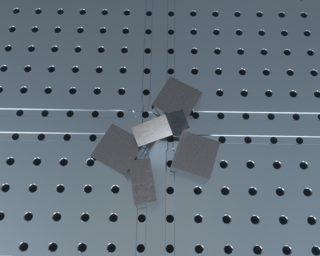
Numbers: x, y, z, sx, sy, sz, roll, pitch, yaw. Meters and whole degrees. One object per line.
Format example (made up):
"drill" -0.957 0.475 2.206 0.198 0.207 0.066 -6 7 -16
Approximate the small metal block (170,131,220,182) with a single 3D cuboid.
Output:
"small metal block" 0.045 0.037 0.399 0.050 0.025 0.050 17 71 6

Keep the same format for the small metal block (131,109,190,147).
"small metal block" 0.001 0.000 0.386 0.050 0.050 0.025 -21 89 29

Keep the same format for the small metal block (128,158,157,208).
"small metal block" -0.020 0.068 0.374 0.025 0.050 0.050 -9 70 -3

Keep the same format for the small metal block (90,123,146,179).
"small metal block" -0.053 0.030 0.401 0.050 0.025 0.050 28 73 10

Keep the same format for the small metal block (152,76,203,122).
"small metal block" 0.023 -0.035 0.425 0.050 0.025 0.050 29 72 10
